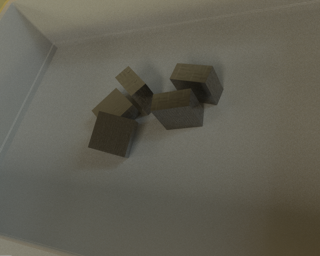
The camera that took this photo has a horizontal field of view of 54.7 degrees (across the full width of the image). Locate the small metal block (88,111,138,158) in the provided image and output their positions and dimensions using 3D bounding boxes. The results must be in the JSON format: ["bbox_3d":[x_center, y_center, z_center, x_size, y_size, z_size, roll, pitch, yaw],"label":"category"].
[{"bbox_3d":[-0.061,0.009,0.413,0.050,0.025,0.050,15,83,7],"label":"small metal block"}]

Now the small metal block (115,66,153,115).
[{"bbox_3d":[-0.030,-0.053,0.438,0.025,0.050,0.050,-41,51,0],"label":"small metal block"}]

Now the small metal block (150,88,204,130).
[{"bbox_3d":[0.023,-0.022,0.391,0.050,0.050,0.025,-6,59,25],"label":"small metal block"}]

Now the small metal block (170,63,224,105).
[{"bbox_3d":[0.048,-0.056,0.399,0.050,0.050,0.025,12,68,33],"label":"small metal block"}]

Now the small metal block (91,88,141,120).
[{"bbox_3d":[-0.064,-0.023,0.454,0.050,0.025,0.050,-43,51,-2],"label":"small metal block"}]
